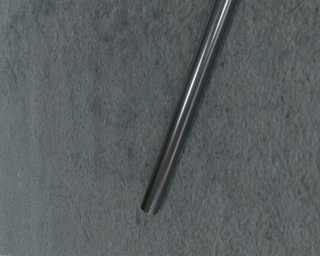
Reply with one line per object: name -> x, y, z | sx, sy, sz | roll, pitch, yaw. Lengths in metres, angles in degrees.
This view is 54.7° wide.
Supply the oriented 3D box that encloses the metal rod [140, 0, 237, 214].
metal rod -> 0.033, -0.028, 0.375 | 0.025, 0.025, 0.298 | 30, 108, 35
